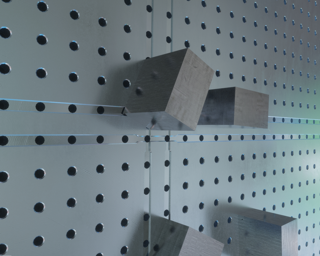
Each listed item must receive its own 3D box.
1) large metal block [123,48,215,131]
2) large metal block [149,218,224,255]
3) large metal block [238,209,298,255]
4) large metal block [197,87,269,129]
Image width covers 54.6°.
[{"bbox_3d":[0.010,-0.043,0.381,0.050,0.080,0.080,32,71,-36],"label":"large metal block"},{"bbox_3d":[0.032,0.178,0.419,0.080,0.050,0.080,36,68,-34],"label":"large metal block"},{"bbox_3d":[0.182,0.190,0.525,0.050,0.080,0.080,-3,92,-40],"label":"large metal block"},{"bbox_3d":[0.102,-0.027,0.457,0.081,0.080,0.050,5,87,-40],"label":"large metal block"}]
